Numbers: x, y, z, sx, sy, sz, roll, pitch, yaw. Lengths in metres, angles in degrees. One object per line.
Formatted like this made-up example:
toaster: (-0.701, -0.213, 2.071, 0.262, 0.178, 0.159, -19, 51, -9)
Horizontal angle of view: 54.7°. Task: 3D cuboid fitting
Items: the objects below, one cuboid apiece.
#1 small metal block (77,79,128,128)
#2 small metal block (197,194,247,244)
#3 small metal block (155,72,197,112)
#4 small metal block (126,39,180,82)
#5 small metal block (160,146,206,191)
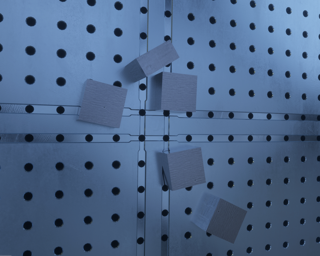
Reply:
small metal block: (-0.072, -0.029, 0.387, 0.050, 0.025, 0.050, 13, 86, -20)
small metal block: (0.090, 0.131, 0.448, 0.050, 0.025, 0.050, 29, 80, -18)
small metal block: (0.022, -0.047, 0.422, 0.050, 0.025, 0.050, 3, 89, -20)
small metal block: (-0.011, -0.085, 0.396, 0.050, 0.050, 0.025, -33, 101, -17)
small metal block: (0.032, 0.054, 0.426, 0.050, 0.025, 0.050, -10, 94, -20)
